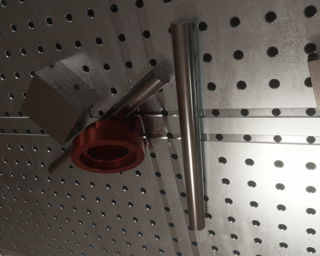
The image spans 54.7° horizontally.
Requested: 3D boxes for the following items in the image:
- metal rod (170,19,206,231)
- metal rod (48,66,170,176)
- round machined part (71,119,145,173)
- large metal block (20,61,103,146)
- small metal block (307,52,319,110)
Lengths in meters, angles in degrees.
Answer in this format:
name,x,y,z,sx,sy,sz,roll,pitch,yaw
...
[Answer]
name,x,y,z,sx,sy,sz,roll,pitch,yaw
metal rod,0.040,0.017,0.399,0.025,0.025,0.298,7,122,24
metal rod,-0.093,0.005,0.461,0.025,0.025,0.299,49,128,-7
round machined part,-0.072,0.024,0.430,0.099,0.042,0.098,-5,148,-3
large metal block,-0.143,-0.035,0.447,0.080,0.050,0.080,41,129,0
small metal block,0.171,-0.049,0.291,0.050,0.025,0.050,-9,114,32
